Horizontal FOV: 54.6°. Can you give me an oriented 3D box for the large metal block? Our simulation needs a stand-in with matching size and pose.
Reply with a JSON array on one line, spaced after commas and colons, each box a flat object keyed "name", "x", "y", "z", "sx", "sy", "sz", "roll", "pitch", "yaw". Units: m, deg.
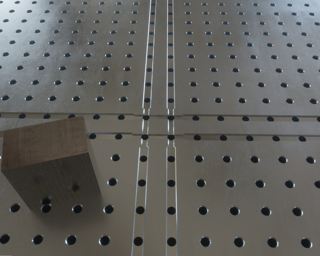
[{"name": "large metal block", "x": -0.115, "y": 0.039, "z": 0.339, "sx": 0.081, "sy": 0.080, "sz": 0.050, "roll": -12, "pitch": 51, "yaw": -10}]
